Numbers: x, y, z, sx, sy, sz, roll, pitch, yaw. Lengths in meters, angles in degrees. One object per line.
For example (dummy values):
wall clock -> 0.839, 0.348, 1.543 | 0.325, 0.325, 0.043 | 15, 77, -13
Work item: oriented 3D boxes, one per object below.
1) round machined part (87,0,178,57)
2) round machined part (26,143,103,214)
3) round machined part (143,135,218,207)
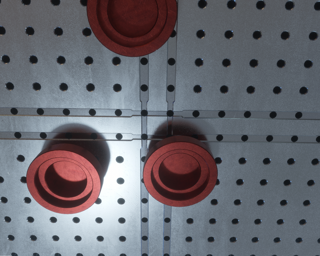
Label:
round machined part -> -0.030, -0.133, 0.355 | 0.099, 0.042, 0.097 | 0, 110, 0
round machined part -> -0.127, 0.066, 0.428 | 0.099, 0.042, 0.097 | 0, 110, 0
round machined part -> 0.026, 0.055, 0.425 | 0.099, 0.042, 0.097 | 0, 110, 0
